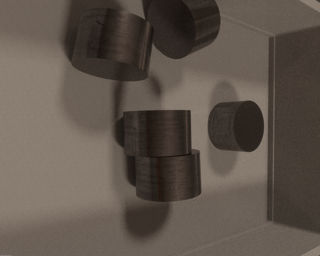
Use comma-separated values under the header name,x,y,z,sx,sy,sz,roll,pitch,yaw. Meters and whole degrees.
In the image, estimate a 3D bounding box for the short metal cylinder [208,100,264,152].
name,x,y,z,sx,sy,sz,roll,pitch,yaw
short metal cylinder,0.122,-0.003,0.496,0.081,0.050,0.079,0,90,-40

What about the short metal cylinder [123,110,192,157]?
name,x,y,z,sx,sy,sz,roll,pitch,yaw
short metal cylinder,-0.003,0.005,0.370,0.081,0.080,0.050,-2,92,-40

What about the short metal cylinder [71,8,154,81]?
name,x,y,z,sx,sy,sz,roll,pitch,yaw
short metal cylinder,-0.049,-0.085,0.331,0.081,0.080,0.050,12,83,-40

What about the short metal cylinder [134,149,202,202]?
name,x,y,z,sx,sy,sz,roll,pitch,yaw
short metal cylinder,0.010,0.055,0.381,0.081,0.080,0.050,-5,94,-40

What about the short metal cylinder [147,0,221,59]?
name,x,y,z,sx,sy,sz,roll,pitch,yaw
short metal cylinder,0.030,-0.135,0.397,0.050,0.080,0.080,-33,111,-35
